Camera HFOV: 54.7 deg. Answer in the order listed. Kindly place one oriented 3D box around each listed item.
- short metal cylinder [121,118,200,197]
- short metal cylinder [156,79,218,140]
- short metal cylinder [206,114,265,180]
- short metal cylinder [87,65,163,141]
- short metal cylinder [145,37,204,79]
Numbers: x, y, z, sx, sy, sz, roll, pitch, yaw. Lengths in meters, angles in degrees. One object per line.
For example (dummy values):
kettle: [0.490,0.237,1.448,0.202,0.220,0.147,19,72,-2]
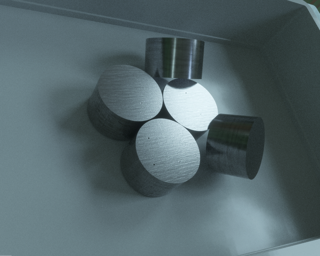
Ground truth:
short metal cylinder: [0.000,0.036,0.367,0.081,0.050,0.080,14,56,-21]
short metal cylinder: [0.030,-0.020,0.417,0.081,0.050,0.080,14,56,-21]
short metal cylinder: [0.100,0.023,0.403,0.081,0.050,0.079,-17,111,-55]
short metal cylinder: [-0.044,-0.031,0.384,0.081,0.050,0.080,14,56,-21]
short metal cylinder: [0.020,-0.095,0.429,0.081,0.080,0.050,-3,102,-30]
